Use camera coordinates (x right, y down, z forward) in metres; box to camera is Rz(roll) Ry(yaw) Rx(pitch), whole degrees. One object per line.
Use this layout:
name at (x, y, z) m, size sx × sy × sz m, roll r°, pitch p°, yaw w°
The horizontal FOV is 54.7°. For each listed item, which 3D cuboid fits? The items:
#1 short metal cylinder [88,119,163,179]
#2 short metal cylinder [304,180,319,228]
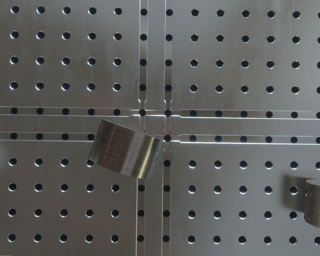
short metal cylinder at (-0.042, 0.025, 0.385) m, size 0.080 × 0.080 × 0.050 m, roll 20°, pitch 90°, yaw -1°
short metal cylinder at (0.226, 0.096, 0.389) m, size 0.081 × 0.080 × 0.050 m, roll 3°, pitch 90°, yaw -1°
